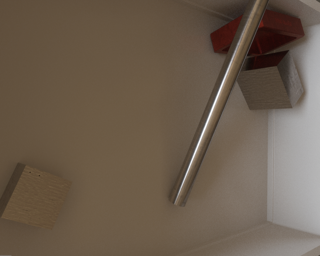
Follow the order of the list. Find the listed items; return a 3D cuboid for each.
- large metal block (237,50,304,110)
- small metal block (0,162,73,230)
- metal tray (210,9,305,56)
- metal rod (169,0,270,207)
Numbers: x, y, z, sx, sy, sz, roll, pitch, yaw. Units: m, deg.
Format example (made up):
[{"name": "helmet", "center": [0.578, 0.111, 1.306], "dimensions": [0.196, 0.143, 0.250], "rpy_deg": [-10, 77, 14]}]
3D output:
[{"name": "large metal block", "center": [0.186, -0.079, 0.529], "dimensions": [0.050, 0.080, 0.080], "rpy_deg": [-46, 118, -30]}, {"name": "small metal block", "center": [-0.123, 0.067, 0.305], "dimensions": [0.050, 0.025, 0.050], "rpy_deg": [31, 70, -36]}, {"name": "metal tray", "center": [0.156, -0.148, 0.494], "dimensions": [0.131, 0.090, 0.030], "rpy_deg": [-7, 82, -40]}, {"name": "metal rod", "center": [0.078, -0.035, 0.418], "dimensions": [0.025, 0.025, 0.298], "rpy_deg": [18, 96, -39]}]
